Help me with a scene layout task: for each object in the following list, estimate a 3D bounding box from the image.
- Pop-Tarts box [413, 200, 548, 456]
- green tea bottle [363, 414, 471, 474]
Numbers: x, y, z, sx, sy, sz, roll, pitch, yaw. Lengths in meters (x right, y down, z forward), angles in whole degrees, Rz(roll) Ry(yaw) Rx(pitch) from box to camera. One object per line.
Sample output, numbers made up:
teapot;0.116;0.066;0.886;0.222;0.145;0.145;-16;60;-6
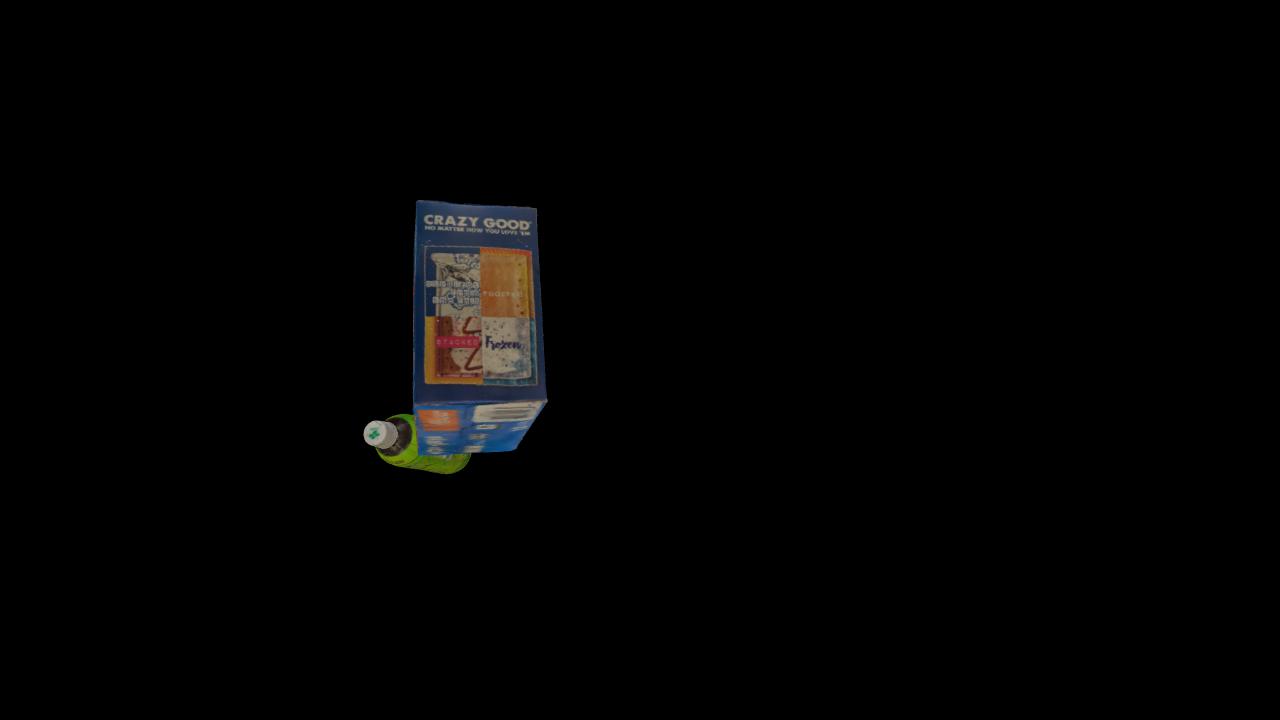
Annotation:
Pop-Tarts box;-0.126;-0.013;0.461;0.083;0.141;0.167;1;-18;-19
green tea bottle;-0.299;0.112;0.830;0.073;0.073;0.212;0;-16;8
